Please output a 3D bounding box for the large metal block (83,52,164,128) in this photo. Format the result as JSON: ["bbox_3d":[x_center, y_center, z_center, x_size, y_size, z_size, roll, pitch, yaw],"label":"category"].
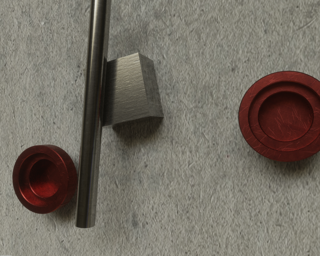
[{"bbox_3d":[-0.048,-0.046,0.413,0.080,0.050,0.080,-12,86,19],"label":"large metal block"}]

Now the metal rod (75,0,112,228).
[{"bbox_3d":[-0.083,-0.027,0.384,0.025,0.025,0.298,5,92,20],"label":"metal rod"}]

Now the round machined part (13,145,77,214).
[{"bbox_3d":[-0.163,0.073,0.458,0.098,0.042,0.097,0,90,20],"label":"round machined part"}]

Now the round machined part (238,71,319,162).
[{"bbox_3d":[0.141,-0.012,0.350,0.098,0.042,0.097,0,90,20],"label":"round machined part"}]
